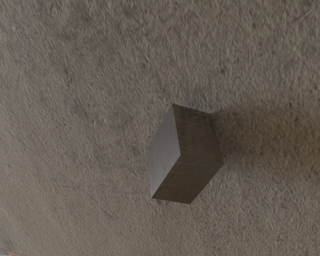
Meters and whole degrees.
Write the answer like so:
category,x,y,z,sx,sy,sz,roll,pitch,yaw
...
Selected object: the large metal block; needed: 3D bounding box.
category,x,y,z,sx,sy,sz,roll,pitch,yaw
large metal block,0.025,0.031,0.368,0.050,0.080,0.080,14,131,-19
